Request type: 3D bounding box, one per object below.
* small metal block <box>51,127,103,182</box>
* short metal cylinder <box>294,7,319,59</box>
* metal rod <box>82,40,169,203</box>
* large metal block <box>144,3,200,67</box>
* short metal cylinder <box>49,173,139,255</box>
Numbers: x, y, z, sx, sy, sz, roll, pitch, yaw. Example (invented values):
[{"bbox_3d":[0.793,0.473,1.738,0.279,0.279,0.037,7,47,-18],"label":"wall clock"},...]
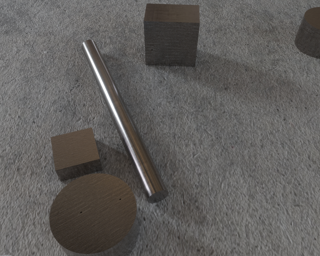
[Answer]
[{"bbox_3d":[-0.101,0.031,0.376,0.050,0.025,0.050,-14,52,-12],"label":"small metal block"},{"bbox_3d":[0.278,-0.162,0.525,0.081,0.050,0.080,0,50,0],"label":"short metal cylinder"},{"bbox_3d":[-0.060,-0.030,0.427,0.025,0.025,0.300,-18,52,-14],"label":"metal rod"},{"bbox_3d":[0.018,-0.146,0.490,0.080,0.080,0.050,2,50,2],"label":"large metal block"},{"bbox_3d":[-0.062,0.093,0.309,0.081,0.050,0.080,0,50,0],"label":"short metal cylinder"}]
